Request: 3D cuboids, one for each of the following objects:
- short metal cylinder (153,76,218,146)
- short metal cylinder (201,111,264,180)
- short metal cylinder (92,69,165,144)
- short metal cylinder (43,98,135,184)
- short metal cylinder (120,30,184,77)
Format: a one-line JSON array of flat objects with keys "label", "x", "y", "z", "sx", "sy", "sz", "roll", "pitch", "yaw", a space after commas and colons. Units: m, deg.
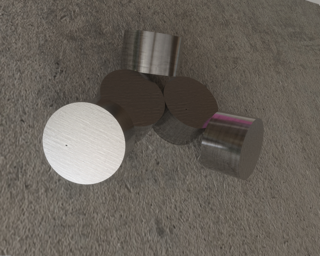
[{"label": "short metal cylinder", "x": 0.031, "y": -0.023, "z": 0.419, "sx": 0.081, "sy": 0.050, "sz": 0.080, "roll": 14, "pitch": 56, "yaw": -21}, {"label": "short metal cylinder", "x": 0.095, "y": 0.021, "z": 0.400, "sx": 0.050, "sy": 0.080, "sz": 0.080, "roll": 15, "pitch": 41, "yaw": 33}, {"label": "short metal cylinder", "x": -0.041, "y": -0.025, "z": 0.382, "sx": 0.081, "sy": 0.050, "sz": 0.080, "roll": 14, "pitch": 56, "yaw": -21}, {"label": "short metal cylinder", "x": -0.070, "y": 0.011, "z": 0.317, "sx": 0.080, "sy": 0.080, "sz": 0.050, "roll": 40, "pitch": 11, "yaw": -2}, {"label": "short metal cylinder", "x": -0.011, "y": -0.100, "z": 0.417, "sx": 0.081, "sy": 0.080, "sz": 0.050, "roll": 2, "pitch": 104, "yaw": -28}]
